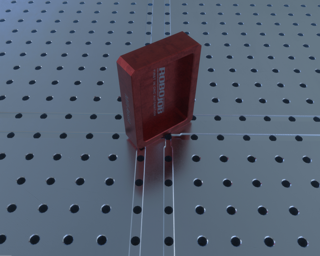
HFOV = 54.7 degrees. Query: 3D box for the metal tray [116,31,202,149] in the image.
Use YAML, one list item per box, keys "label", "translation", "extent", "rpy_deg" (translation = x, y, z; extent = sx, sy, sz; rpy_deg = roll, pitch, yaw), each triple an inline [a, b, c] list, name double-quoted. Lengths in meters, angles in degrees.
- label: "metal tray"
  translation: [0.000, -0.041, 0.374]
  extent: [0.091, 0.129, 0.030]
  rpy_deg: [-28, 56, -22]
